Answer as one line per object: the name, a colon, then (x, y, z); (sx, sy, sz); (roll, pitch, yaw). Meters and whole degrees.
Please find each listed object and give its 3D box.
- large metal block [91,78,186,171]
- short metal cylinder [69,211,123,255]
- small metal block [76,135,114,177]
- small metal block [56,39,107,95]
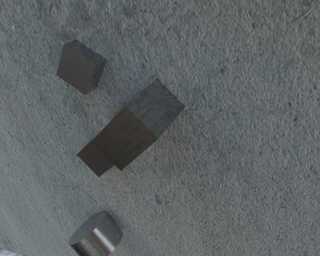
large metal block: (-0.025, -0.005, 0.382); (0.050, 0.080, 0.080); (45, 129, -3)
short metal cylinder: (-0.114, 0.195, 0.552); (0.080, 0.080, 0.050); (-29, 102, 37)
small metal block: (-0.094, 0.042, 0.482); (0.050, 0.025, 0.050); (47, 129, -5)
small metal block: (-0.105, -0.080, 0.413); (0.050, 0.025, 0.050); (34, 129, 5)
